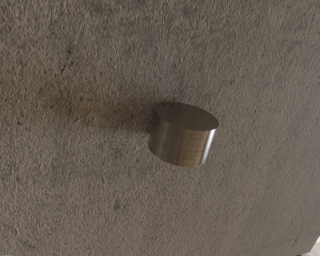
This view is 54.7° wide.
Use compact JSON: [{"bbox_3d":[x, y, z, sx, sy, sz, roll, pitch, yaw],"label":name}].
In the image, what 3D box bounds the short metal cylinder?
[{"bbox_3d":[0.029,0.006,0.394,0.081,0.080,0.050,-1,119,-28],"label":"short metal cylinder"}]
